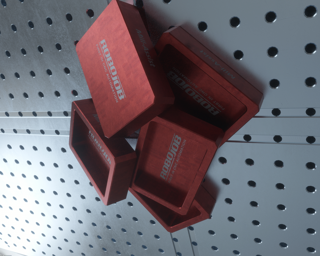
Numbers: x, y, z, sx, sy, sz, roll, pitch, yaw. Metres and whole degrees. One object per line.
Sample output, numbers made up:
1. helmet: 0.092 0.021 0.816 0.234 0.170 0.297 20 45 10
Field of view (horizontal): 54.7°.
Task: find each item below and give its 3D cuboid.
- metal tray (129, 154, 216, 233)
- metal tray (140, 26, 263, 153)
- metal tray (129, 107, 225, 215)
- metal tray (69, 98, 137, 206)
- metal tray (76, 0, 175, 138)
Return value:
1. metal tray: 0.006 0.089 0.458 0.130 0.030 0.090 48 128 -6
2. metal tray: 0.040 -0.041 0.360 0.130 0.030 0.089 40 129 0
3. metal tray: 0.014 0.041 0.386 0.090 0.030 0.129 25 127 12
4. metal tray: -0.085 0.030 0.430 0.130 0.030 0.089 47 136 35
5. metal tray: -0.045 -0.064 0.351 0.090 0.030 0.130 -34 69 38
